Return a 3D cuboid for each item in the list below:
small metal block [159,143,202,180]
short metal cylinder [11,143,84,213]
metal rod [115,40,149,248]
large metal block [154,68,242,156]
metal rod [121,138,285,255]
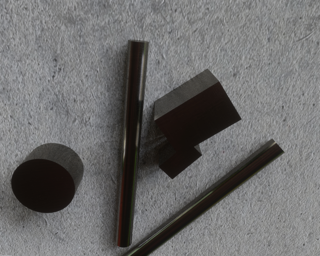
[{"bbox_3d":[0.025,0.033,0.409,0.050,0.050,0.025,-41,105,13],"label":"small metal block"},{"bbox_3d":[-0.149,0.067,0.419,0.081,0.050,0.079,0,110,-1],"label":"short metal cylinder"},{"bbox_3d":[-0.041,0.035,0.422,0.025,0.025,0.298,5,110,-3],"label":"metal rod"},{"bbox_3d":[0.041,-0.023,0.373,0.080,0.080,0.050,-31,108,10],"label":"large metal block"},{"bbox_3d":[0.051,0.120,0.454,0.300,0.025,0.025,-41,105,13],"label":"metal rod"}]
